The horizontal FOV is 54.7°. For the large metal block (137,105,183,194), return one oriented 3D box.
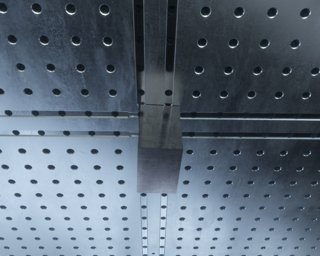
[{"bbox_3d":[-0.002,0.027,0.397,0.050,0.080,0.079,3,130,-3],"label":"large metal block"}]
